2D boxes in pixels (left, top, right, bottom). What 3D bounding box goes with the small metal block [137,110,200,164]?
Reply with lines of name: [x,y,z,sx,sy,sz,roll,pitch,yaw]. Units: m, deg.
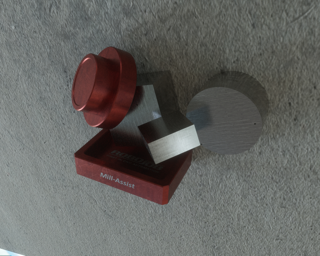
small metal block: [0.008,0.008,0.334,0.050,0.050,0.025,-23,115,-7]

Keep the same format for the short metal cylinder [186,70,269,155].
short metal cylinder: [0.075,-0.017,0.343,0.080,0.050,0.079,13,124,21]

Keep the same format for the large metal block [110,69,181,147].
large metal block: [-0.023,-0.023,0.391,0.080,0.050,0.080,-1,118,29]

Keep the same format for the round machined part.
round machined part: [-0.072,-0.050,0.367,0.042,0.098,0.098,13,140,-36]

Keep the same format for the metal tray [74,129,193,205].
metal tray: [-0.033,0.042,0.409,0.130,0.090,0.030,16,125,19]
